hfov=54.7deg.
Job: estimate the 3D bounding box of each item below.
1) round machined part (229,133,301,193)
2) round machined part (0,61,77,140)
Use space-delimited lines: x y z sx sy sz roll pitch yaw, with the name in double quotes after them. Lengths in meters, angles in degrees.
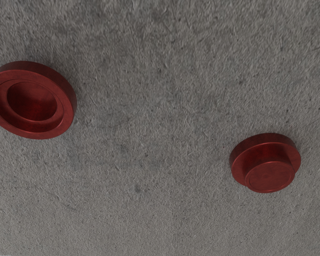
0.153 0.057 0.446 0.099 0.042 0.097 0 130 0 "round machined part"
-0.147 -0.036 0.364 0.099 0.042 0.097 0 130 0 "round machined part"
